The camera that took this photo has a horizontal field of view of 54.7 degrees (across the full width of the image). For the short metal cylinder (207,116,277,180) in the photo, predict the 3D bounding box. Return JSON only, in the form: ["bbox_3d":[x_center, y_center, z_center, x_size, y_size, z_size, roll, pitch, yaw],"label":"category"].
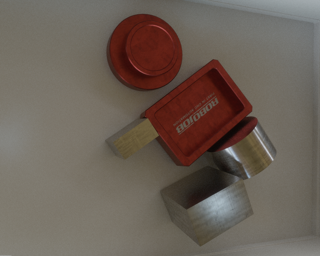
[{"bbox_3d":[0.109,0.028,0.423,0.080,0.080,0.050,-39,103,-16],"label":"short metal cylinder"}]

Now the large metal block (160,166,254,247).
[{"bbox_3d":[0.058,0.096,0.402,0.081,0.080,0.050,-24,103,-19],"label":"large metal block"}]

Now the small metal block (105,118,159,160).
[{"bbox_3d":[-0.036,0.012,0.385,0.050,0.050,0.025,-35,102,-17],"label":"small metal block"}]

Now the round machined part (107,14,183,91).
[{"bbox_3d":[-0.015,-0.098,0.397,0.099,0.042,0.097,0,90,-21],"label":"round machined part"}]

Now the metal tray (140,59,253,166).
[{"bbox_3d":[0.051,-0.021,0.420,0.131,0.030,0.090,-39,94,-16],"label":"metal tray"}]
